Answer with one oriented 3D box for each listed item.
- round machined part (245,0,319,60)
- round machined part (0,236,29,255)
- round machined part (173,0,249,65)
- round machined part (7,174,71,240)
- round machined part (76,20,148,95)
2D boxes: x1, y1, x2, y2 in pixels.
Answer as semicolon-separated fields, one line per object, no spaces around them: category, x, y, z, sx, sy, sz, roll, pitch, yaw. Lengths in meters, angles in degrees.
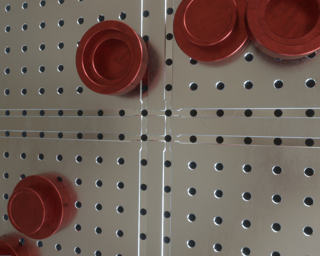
round machined part;0.145;-0.125;0.347;0.098;0.042;0.097;0;90;9
round machined part;-0.259;0.227;0.493;0.098;0.042;0.097;0;90;19
round machined part;0.062;-0.130;0.381;0.098;0.042;0.097;0;90;19
round machined part;-0.189;0.120;0.468;0.098;0.042;0.097;0;90;19
round machined part;-0.062;-0.093;0.424;0.098;0.042;0.097;0;90;19
